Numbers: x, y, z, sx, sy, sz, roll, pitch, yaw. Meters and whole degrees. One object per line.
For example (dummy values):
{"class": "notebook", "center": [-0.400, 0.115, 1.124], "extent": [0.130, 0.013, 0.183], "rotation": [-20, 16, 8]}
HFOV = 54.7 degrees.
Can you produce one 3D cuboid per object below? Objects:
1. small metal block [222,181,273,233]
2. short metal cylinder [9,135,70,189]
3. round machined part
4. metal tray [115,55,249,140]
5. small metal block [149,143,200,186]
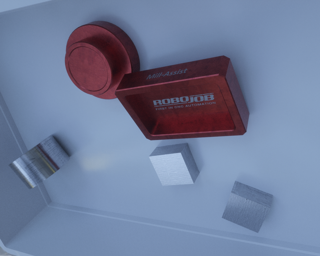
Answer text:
{"class": "small metal block", "center": [0.115, 0.105, 0.412], "extent": [0.050, 0.025, 0.050], "rotation": [20, 126, 16]}
{"class": "short metal cylinder", "center": [-0.196, 0.055, 0.508], "extent": [0.080, 0.080, 0.050], "rotation": [-27, 104, 37]}
{"class": "round machined part", "center": [-0.079, -0.080, 0.388], "extent": [0.098, 0.042, 0.097], "rotation": [13, 124, 20]}
{"class": "metal tray", "center": [0.026, -0.028, 0.354], "extent": [0.130, 0.030, 0.090], "rotation": [-5, 137, 30]}
{"class": "small metal block", "center": [0.020, 0.051, 0.428], "extent": [0.050, 0.025, 0.050], "rotation": [-11, 113, 32]}
